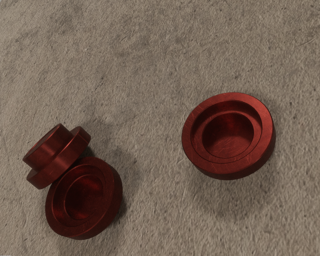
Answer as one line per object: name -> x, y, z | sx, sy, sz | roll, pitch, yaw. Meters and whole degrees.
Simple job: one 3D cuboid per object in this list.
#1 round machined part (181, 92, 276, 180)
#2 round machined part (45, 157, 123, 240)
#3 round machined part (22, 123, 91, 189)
round machined part -> 0.077, 0.012, 0.344 | 0.098, 0.042, 0.098 | -13, 56, 20
round machined part -> -0.089, 0.088, 0.384 | 0.098, 0.042, 0.098 | -13, 56, 20
round machined part -> -0.144, 0.031, 0.418 | 0.098, 0.042, 0.098 | -37, 19, 15
